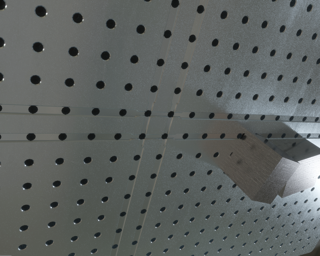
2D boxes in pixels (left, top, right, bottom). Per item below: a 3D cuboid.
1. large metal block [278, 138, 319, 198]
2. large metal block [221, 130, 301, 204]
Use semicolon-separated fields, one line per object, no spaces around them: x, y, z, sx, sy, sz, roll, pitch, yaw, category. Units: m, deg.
0.248;0.073;0.574;0.081;0.050;0.079;-12;124;-22;large metal block
0.160;0.063;0.500;0.050;0.080;0.080;19;108;-36;large metal block
